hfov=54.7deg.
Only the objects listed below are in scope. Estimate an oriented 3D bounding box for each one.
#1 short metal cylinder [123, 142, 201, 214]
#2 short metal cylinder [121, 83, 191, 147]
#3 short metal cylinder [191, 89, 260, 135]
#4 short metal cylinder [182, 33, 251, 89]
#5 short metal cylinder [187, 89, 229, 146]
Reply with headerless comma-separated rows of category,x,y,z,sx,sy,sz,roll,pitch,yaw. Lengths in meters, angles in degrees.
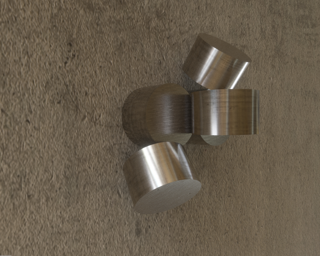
short metal cylinder,0.002,0.060,0.365,0.081,0.080,0.050,10,45,-40
short metal cylinder,-0.001,-0.014,0.390,0.081,0.050,0.079,0,90,-40
short metal cylinder,0.078,-0.018,0.373,0.081,0.080,0.050,-2,92,-40
short metal cylinder,0.078,-0.090,0.429,0.081,0.080,0.050,1,128,-40
short metal cylinder,0.061,-0.016,0.442,0.081,0.050,0.079,0,90,-40
